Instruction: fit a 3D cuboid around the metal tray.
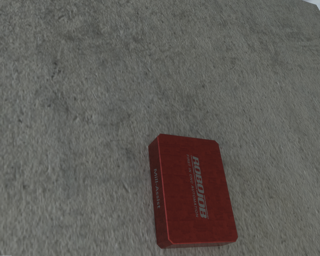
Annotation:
[{"bbox_3d":[0.037,0.075,0.377,0.091,0.030,0.130,8,58,-25],"label":"metal tray"}]
